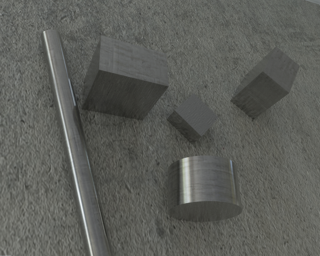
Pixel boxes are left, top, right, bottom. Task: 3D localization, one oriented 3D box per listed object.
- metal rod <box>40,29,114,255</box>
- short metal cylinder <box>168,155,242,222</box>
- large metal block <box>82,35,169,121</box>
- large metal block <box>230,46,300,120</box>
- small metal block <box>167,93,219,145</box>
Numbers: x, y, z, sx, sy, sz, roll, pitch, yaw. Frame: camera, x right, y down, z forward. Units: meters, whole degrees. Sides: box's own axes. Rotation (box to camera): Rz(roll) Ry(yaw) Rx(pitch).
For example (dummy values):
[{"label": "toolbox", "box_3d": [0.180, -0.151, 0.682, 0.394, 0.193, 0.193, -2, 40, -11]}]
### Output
[{"label": "metal rod", "box_3d": [-0.096, 0.013, 0.344, 0.025, 0.025, 0.299, -5, 64, -31]}, {"label": "short metal cylinder", "box_3d": [0.049, 0.071, 0.352, 0.081, 0.080, 0.050, 13, 56, -21]}, {"label": "large metal block", "box_3d": [-0.044, -0.057, 0.379, 0.081, 0.080, 0.050, 10, 58, -23]}, {"label": "large metal block", "box_3d": [0.170, -0.072, 0.504, 0.050, 0.080, 0.080, 39, 51, -2]}, {"label": "small metal block", "box_3d": [0.047, -0.014, 0.437, 0.050, 0.025, 0.050, 45, 51, 3]}]
